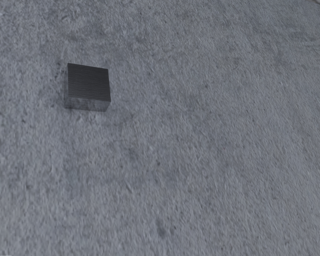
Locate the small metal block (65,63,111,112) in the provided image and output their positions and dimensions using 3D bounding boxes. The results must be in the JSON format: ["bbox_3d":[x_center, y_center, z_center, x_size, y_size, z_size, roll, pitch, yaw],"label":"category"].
[{"bbox_3d":[-0.091,-0.050,0.385,0.050,0.025,0.050,4,60,-26],"label":"small metal block"}]
